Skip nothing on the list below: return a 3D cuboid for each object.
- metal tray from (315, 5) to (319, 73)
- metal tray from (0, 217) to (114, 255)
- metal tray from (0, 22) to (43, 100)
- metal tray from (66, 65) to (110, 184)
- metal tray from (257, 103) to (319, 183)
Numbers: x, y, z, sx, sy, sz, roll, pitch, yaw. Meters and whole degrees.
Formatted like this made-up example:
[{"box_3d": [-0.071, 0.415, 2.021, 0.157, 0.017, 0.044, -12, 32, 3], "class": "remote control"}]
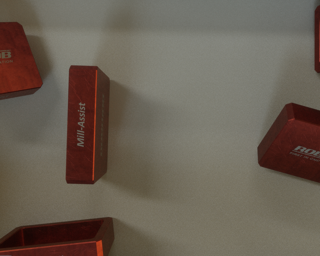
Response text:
[{"box_3d": [0.243, -0.118, 0.361, 0.030, 0.130, 0.089, 0, 90, -19], "class": "metal tray"}, {"box_3d": [-0.128, 0.142, 0.377, 0.131, 0.090, 0.030, -6, 90, -1], "class": "metal tray"}, {"box_3d": [-0.219, -0.076, 0.366, 0.131, 0.030, 0.090, -20, 91, -43], "class": "metal tray"}, {"box_3d": [-0.085, -0.004, 0.377, 0.030, 0.090, 0.129, 2, 90, 0], "class": "metal tray"}, {"box_3d": [0.201, 0.026, 0.384, 0.131, 0.030, 0.089, 16, 135, -1], "class": "metal tray"}]
